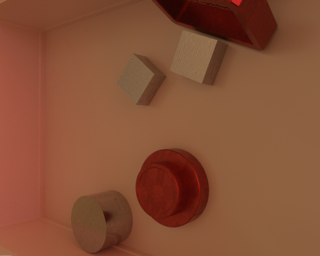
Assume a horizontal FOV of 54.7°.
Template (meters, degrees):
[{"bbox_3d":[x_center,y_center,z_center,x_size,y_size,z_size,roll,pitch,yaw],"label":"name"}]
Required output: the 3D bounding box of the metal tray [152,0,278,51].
[{"bbox_3d":[0.047,-0.129,0.321,0.130,0.090,0.030,31,94,35],"label":"metal tray"}]

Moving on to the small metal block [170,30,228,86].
[{"bbox_3d":[0.045,-0.083,0.368,0.050,0.025,0.050,30,108,35],"label":"small metal block"}]

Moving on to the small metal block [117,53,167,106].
[{"bbox_3d":[-0.026,-0.066,0.427,0.050,0.025,0.050,48,118,29],"label":"small metal block"}]

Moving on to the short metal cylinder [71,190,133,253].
[{"bbox_3d":[-0.087,0.136,0.460,0.080,0.050,0.079,0,90,39],"label":"short metal cylinder"}]

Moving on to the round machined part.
[{"bbox_3d":[0.008,0.075,0.387,0.098,0.042,0.097,0,90,39],"label":"round machined part"}]
